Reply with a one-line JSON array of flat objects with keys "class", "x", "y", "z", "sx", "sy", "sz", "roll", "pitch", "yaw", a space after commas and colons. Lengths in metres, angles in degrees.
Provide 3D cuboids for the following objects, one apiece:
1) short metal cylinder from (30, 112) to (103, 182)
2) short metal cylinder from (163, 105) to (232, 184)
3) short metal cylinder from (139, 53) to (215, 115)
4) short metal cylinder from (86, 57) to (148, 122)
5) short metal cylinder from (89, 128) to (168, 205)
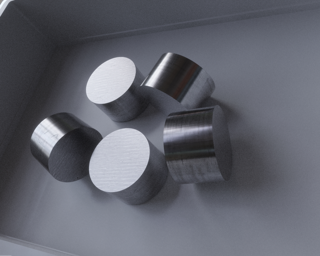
[{"class": "short metal cylinder", "x": -0.123, "y": 0.025, "z": 0.415, "sx": 0.050, "sy": 0.080, "sz": 0.080, "roll": 30, "pitch": 78, "yaw": 37}, {"class": "short metal cylinder", "x": 0.043, "y": 0.019, "z": 0.333, "sx": 0.050, "sy": 0.080, "sz": 0.080, "roll": -9, "pitch": 58, "yaw": 23}, {"class": "short metal cylinder", "x": 0.021, "y": -0.048, "z": 0.387, "sx": 0.080, "sy": 0.080, "sz": 0.050, "roll": 24, "pitch": 75, "yaw": 36}, {"class": "short metal cylinder", "x": -0.059, "y": -0.056, "z": 0.451, "sx": 0.080, "sy": 0.050, "sz": 0.080, "roll": -13, "pitch": 56, "yaw": 20}, {"class": "short metal cylinder", "x": -0.038, "y": 0.047, "z": 0.377, "sx": 0.080, "sy": 0.050, "sz": 0.080, "roll": -13, "pitch": 56, "yaw": 20}]
